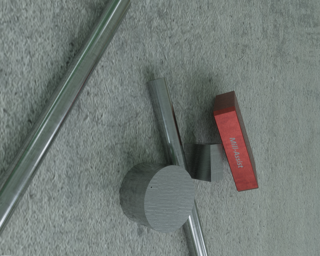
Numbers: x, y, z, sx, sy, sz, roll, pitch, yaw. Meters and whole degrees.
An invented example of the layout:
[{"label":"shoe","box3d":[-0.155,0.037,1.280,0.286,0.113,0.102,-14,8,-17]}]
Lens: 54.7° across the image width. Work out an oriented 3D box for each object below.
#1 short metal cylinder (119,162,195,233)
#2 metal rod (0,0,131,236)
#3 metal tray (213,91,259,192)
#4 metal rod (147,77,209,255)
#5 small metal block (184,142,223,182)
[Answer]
[{"label":"short metal cylinder","box3d":[-0.003,0.084,0.386,0.081,0.050,0.079,0,90,-40]},{"label":"metal rod","box3d":[-0.103,-0.022,0.317,0.025,0.025,0.300,37,67,-34]},{"label":"metal tray","box3d":[0.115,0.018,0.468,0.090,0.030,0.129,-60,133,-65]},{"label":"metal rod","box3d":[0.031,0.078,0.431,0.025,0.025,0.298,-23,105,-38]},{"label":"small metal block","box3d":[0.061,0.047,0.440,0.025,0.050,0.050,-3,92,-40]}]
